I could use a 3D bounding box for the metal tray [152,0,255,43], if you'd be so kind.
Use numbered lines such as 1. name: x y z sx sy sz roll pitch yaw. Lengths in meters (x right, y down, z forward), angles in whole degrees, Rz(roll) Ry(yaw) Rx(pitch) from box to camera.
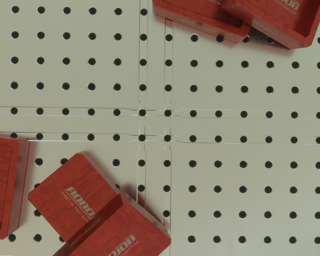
1. metal tray: 0.065 -0.178 0.411 0.131 0.030 0.090 20 90 -1

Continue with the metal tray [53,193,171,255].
1. metal tray: -0.062 0.157 0.394 0.130 0.030 0.090 -43 113 0

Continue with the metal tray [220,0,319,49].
1. metal tray: 0.148 -0.166 0.388 0.131 0.030 0.090 20 90 -24

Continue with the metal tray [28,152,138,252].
1. metal tray: -0.095 0.107 0.410 0.090 0.030 0.130 -41 91 0

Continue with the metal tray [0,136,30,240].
1. metal tray: -0.231 0.073 0.407 0.091 0.030 0.129 8 90 -1
